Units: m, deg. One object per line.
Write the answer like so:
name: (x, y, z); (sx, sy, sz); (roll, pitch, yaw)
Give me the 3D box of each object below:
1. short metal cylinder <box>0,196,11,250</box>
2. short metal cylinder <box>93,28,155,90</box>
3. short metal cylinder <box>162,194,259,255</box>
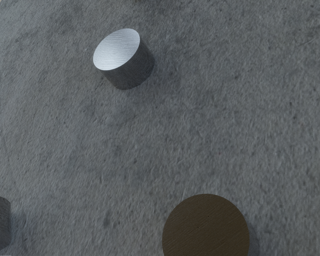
short metal cylinder: (-0.243, 0.131, 0.413); (0.080, 0.080, 0.050); (-29, 52, 9)
short metal cylinder: (-0.055, -0.106, 0.480); (0.080, 0.050, 0.080); (-13, 56, 20)
short metal cylinder: (0.049, 0.109, 0.295); (0.080, 0.050, 0.080); (-13, 56, 20)
